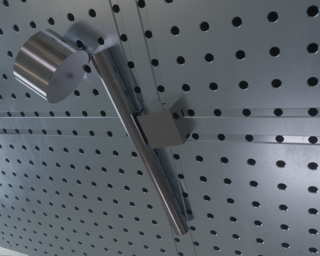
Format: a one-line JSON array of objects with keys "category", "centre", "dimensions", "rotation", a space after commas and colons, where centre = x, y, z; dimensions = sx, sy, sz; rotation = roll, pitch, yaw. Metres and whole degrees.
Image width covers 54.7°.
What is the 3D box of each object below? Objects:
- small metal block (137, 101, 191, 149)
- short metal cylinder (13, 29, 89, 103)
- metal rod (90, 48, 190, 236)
[{"category": "small metal block", "centre": [0.005, -0.003, 0.407], "dimensions": [0.050, 0.025, 0.050], "rotation": [-11, 113, 32]}, {"category": "short metal cylinder", "centre": [-0.138, -0.079, 0.400], "dimensions": [0.050, 0.080, 0.079], "rotation": [34, 129, 5]}, {"category": "metal rod", "centre": [-0.021, 0.033, 0.442], "dimensions": [0.025, 0.025, 0.299], "rotation": [-11, 113, 32]}]
